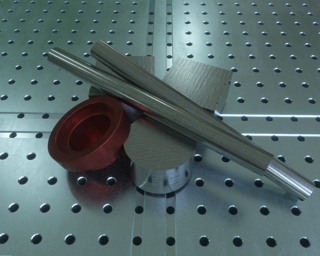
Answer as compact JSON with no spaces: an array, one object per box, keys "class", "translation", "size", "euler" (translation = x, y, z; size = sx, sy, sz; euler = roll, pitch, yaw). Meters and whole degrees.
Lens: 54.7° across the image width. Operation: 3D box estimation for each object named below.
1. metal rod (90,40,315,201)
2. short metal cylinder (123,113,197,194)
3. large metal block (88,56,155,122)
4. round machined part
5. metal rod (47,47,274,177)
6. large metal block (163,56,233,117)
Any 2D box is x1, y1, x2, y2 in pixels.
[{"class":"metal rod","translation":[0.042,-0.014,0.366],"size":[0.300,0.025,0.025],"euler":[35,57,9]},{"class":"short metal cylinder","translation":[0.000,0.029,0.361],"size":[0.081,0.050,0.080],"euler":[0,50,0]},{"class":"large metal block","translation":[-0.048,-0.055,0.428],"size":[0.081,0.050,0.080],"euler":[1,50,0]},{"class":"round machined part","translation":[-0.078,0.011,0.367],"size":[0.098,0.042,0.098],"euler":[-16,44,17]},{"class":"metal rod","translation":[-0.016,-0.029,0.360],"size":[0.300,0.025,0.025],"euler":[28,56,20]},{"class":"large metal block","translation":[0.046,-0.045,0.423],"size":[0.080,0.050,0.080],"euler":[19,53,15]}]
